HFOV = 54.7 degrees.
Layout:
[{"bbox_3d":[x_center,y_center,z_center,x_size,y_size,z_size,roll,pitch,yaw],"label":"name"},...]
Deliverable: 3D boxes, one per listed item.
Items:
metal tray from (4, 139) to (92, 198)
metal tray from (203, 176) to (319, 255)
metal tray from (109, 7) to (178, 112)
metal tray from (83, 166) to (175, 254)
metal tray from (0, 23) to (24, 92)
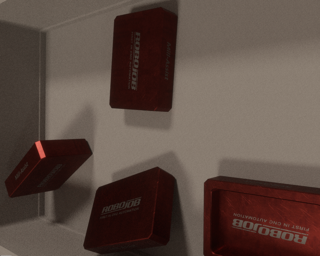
[{"bbox_3d":[-0.186,0.067,0.514,0.129,0.091,0.030,-42,65,31],"label":"metal tray"},{"bbox_3d":[0.108,0.101,0.313,0.130,0.030,0.089,1,91,39],"label":"metal tray"},{"bbox_3d":[-0.025,-0.089,0.422,0.090,0.030,0.129,6,94,39],"label":"metal tray"},{"bbox_3d":[-0.042,0.111,0.409,0.130,0.030,0.090,-24,44,37],"label":"metal tray"},{"bbox_3d":[-0.358,-0.157,0.696,0.129,0.030,0.090,-51,61,27],"label":"metal tray"}]
